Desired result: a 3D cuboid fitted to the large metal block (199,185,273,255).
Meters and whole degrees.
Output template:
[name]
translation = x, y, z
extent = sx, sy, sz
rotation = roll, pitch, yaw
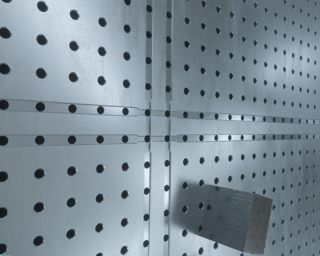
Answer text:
[large metal block]
translation = 0.114, 0.136, 0.468
extent = 0.050, 0.080, 0.080
rotation = 24, 75, -38
